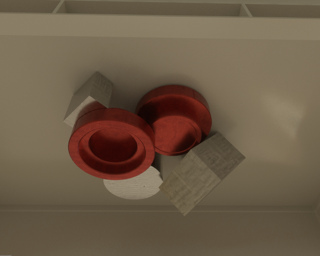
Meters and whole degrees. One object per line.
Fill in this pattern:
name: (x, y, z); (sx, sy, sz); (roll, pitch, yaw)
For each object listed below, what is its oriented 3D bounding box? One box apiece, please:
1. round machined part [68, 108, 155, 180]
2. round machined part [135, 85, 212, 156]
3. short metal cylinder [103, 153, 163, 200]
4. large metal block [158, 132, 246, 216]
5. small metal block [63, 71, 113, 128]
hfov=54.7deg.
round machined part: (-0.055, 0.015, 0.369); (0.099, 0.042, 0.097); (-1, 130, 0)
round machined part: (0.017, -0.002, 0.392); (0.099, 0.042, 0.097); (-1, 130, 0)
short metal cylinder: (-0.036, 0.057, 0.438); (0.081, 0.050, 0.079); (0, 130, 0)
large metal block: (0.057, 0.060, 0.414); (0.050, 0.081, 0.080); (46, 125, 15)
small metal block: (-0.083, -0.030, 0.363); (0.025, 0.050, 0.050); (37, 121, -27)
